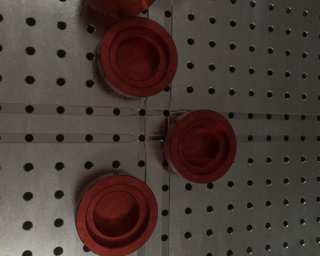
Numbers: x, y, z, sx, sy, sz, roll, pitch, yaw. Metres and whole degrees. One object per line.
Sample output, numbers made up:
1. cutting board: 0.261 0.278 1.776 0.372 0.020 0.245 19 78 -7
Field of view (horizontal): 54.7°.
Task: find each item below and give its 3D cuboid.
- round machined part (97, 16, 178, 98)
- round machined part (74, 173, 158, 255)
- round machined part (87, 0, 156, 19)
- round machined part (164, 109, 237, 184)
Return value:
1. round machined part: -0.030 -0.086 0.393 0.099 0.042 0.097 0 90 -21
2. round machined part: -0.056 0.104 0.384 0.099 0.042 0.097 0 90 -21
3. round machined part: -0.041 -0.169 0.370 0.098 0.098 0.042 -46 142 -15
4. round machined part: 0.052 0.024 0.424 0.099 0.042 0.097 0 90 -21
